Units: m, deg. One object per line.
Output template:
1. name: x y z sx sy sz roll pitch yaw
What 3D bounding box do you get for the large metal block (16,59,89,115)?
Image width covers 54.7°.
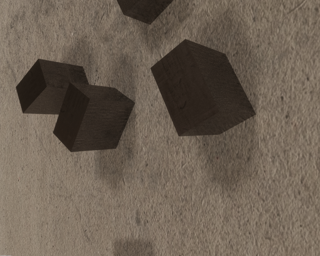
1. large metal block: -0.175 -0.064 0.510 0.080 0.081 0.050 -34 69 34

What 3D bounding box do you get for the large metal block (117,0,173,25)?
1. large metal block: -0.019 -0.198 0.402 0.080 0.050 0.080 -37 68 33

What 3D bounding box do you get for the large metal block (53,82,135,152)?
1. large metal block: -0.094 -0.015 0.444 0.050 0.081 0.079 37 113 33

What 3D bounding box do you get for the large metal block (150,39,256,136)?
1. large metal block: 0.047 -0.039 0.329 0.050 0.081 0.080 -34 70 35
